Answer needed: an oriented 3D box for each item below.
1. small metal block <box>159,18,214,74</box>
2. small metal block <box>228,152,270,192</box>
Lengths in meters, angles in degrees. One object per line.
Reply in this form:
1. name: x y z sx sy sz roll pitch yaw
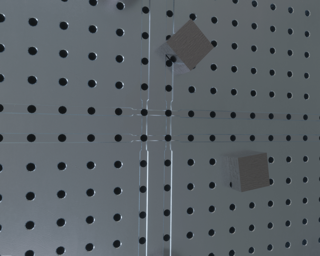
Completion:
1. small metal block: 0.037 -0.112 0.426 0.050 0.025 0.050 -47 105 -14
2. small metal block: 0.133 0.064 0.462 0.050 0.025 0.050 -7 93 -20
